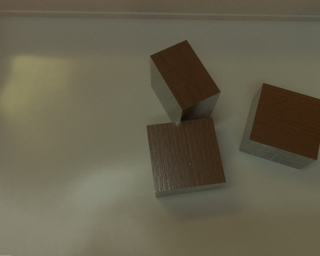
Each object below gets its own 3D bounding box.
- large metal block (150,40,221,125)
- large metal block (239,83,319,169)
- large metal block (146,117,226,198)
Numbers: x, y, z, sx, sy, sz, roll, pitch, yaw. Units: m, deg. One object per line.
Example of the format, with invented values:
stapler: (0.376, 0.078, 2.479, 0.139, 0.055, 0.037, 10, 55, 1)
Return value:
large metal block: (0.029, -0.050, 0.399, 0.050, 0.080, 0.080, -26, 72, -9)
large metal block: (0.156, -0.002, 0.399, 0.080, 0.050, 0.080, 18, 71, 6)
large metal block: (0.029, 0.037, 0.383, 0.081, 0.050, 0.080, -7, 70, -3)
